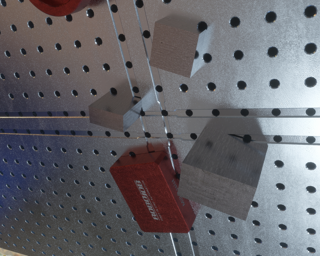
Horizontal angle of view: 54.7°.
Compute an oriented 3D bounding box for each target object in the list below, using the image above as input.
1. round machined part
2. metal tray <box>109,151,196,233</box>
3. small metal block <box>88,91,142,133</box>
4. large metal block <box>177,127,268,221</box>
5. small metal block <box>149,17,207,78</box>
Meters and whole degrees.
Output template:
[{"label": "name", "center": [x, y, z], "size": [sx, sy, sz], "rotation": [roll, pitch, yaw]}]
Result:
[{"label": "round machined part", "center": [-0.111, -0.179, 0.346], "size": [0.098, 0.042, 0.097], "rotation": [13, 124, 20]}, {"label": "metal tray", "center": [-0.010, 0.102, 0.475], "size": [0.090, 0.030, 0.129], "rotation": [-11, 113, 32]}, {"label": "small metal block", "center": [-0.058, -0.023, 0.410], "size": [0.050, 0.050, 0.025], "rotation": [16, 125, 19]}, {"label": "large metal block", "center": [0.075, 0.050, 0.366], "size": [0.080, 0.080, 0.050], "rotation": [17, 125, 18]}, {"label": "small metal block", "center": [0.019, -0.090, 0.345], "size": [0.050, 0.025, 0.050], "rotation": [20, 126, 15]}]
